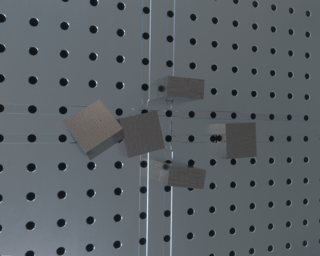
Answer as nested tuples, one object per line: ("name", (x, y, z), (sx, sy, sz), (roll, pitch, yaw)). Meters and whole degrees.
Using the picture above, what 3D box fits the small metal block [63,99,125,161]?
("small metal block", (-0.078, 0.002, 0.371), (0.050, 0.025, 0.050), (-35, 69, -16))

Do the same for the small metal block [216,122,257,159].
("small metal block", (0.112, 0.018, 0.454), (0.050, 0.025, 0.050), (-3, 91, -20))

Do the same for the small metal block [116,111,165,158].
("small metal block", (-0.026, 0.007, 0.403), (0.050, 0.025, 0.050), (-14, 95, -20))

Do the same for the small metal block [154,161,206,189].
("small metal block", (0.025, 0.062, 0.408), (0.050, 0.050, 0.025), (9, 87, -20))

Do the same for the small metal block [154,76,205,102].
("small metal block", (0.024, -0.050, 0.408), (0.050, 0.050, 0.025), (3, 89, -20))
